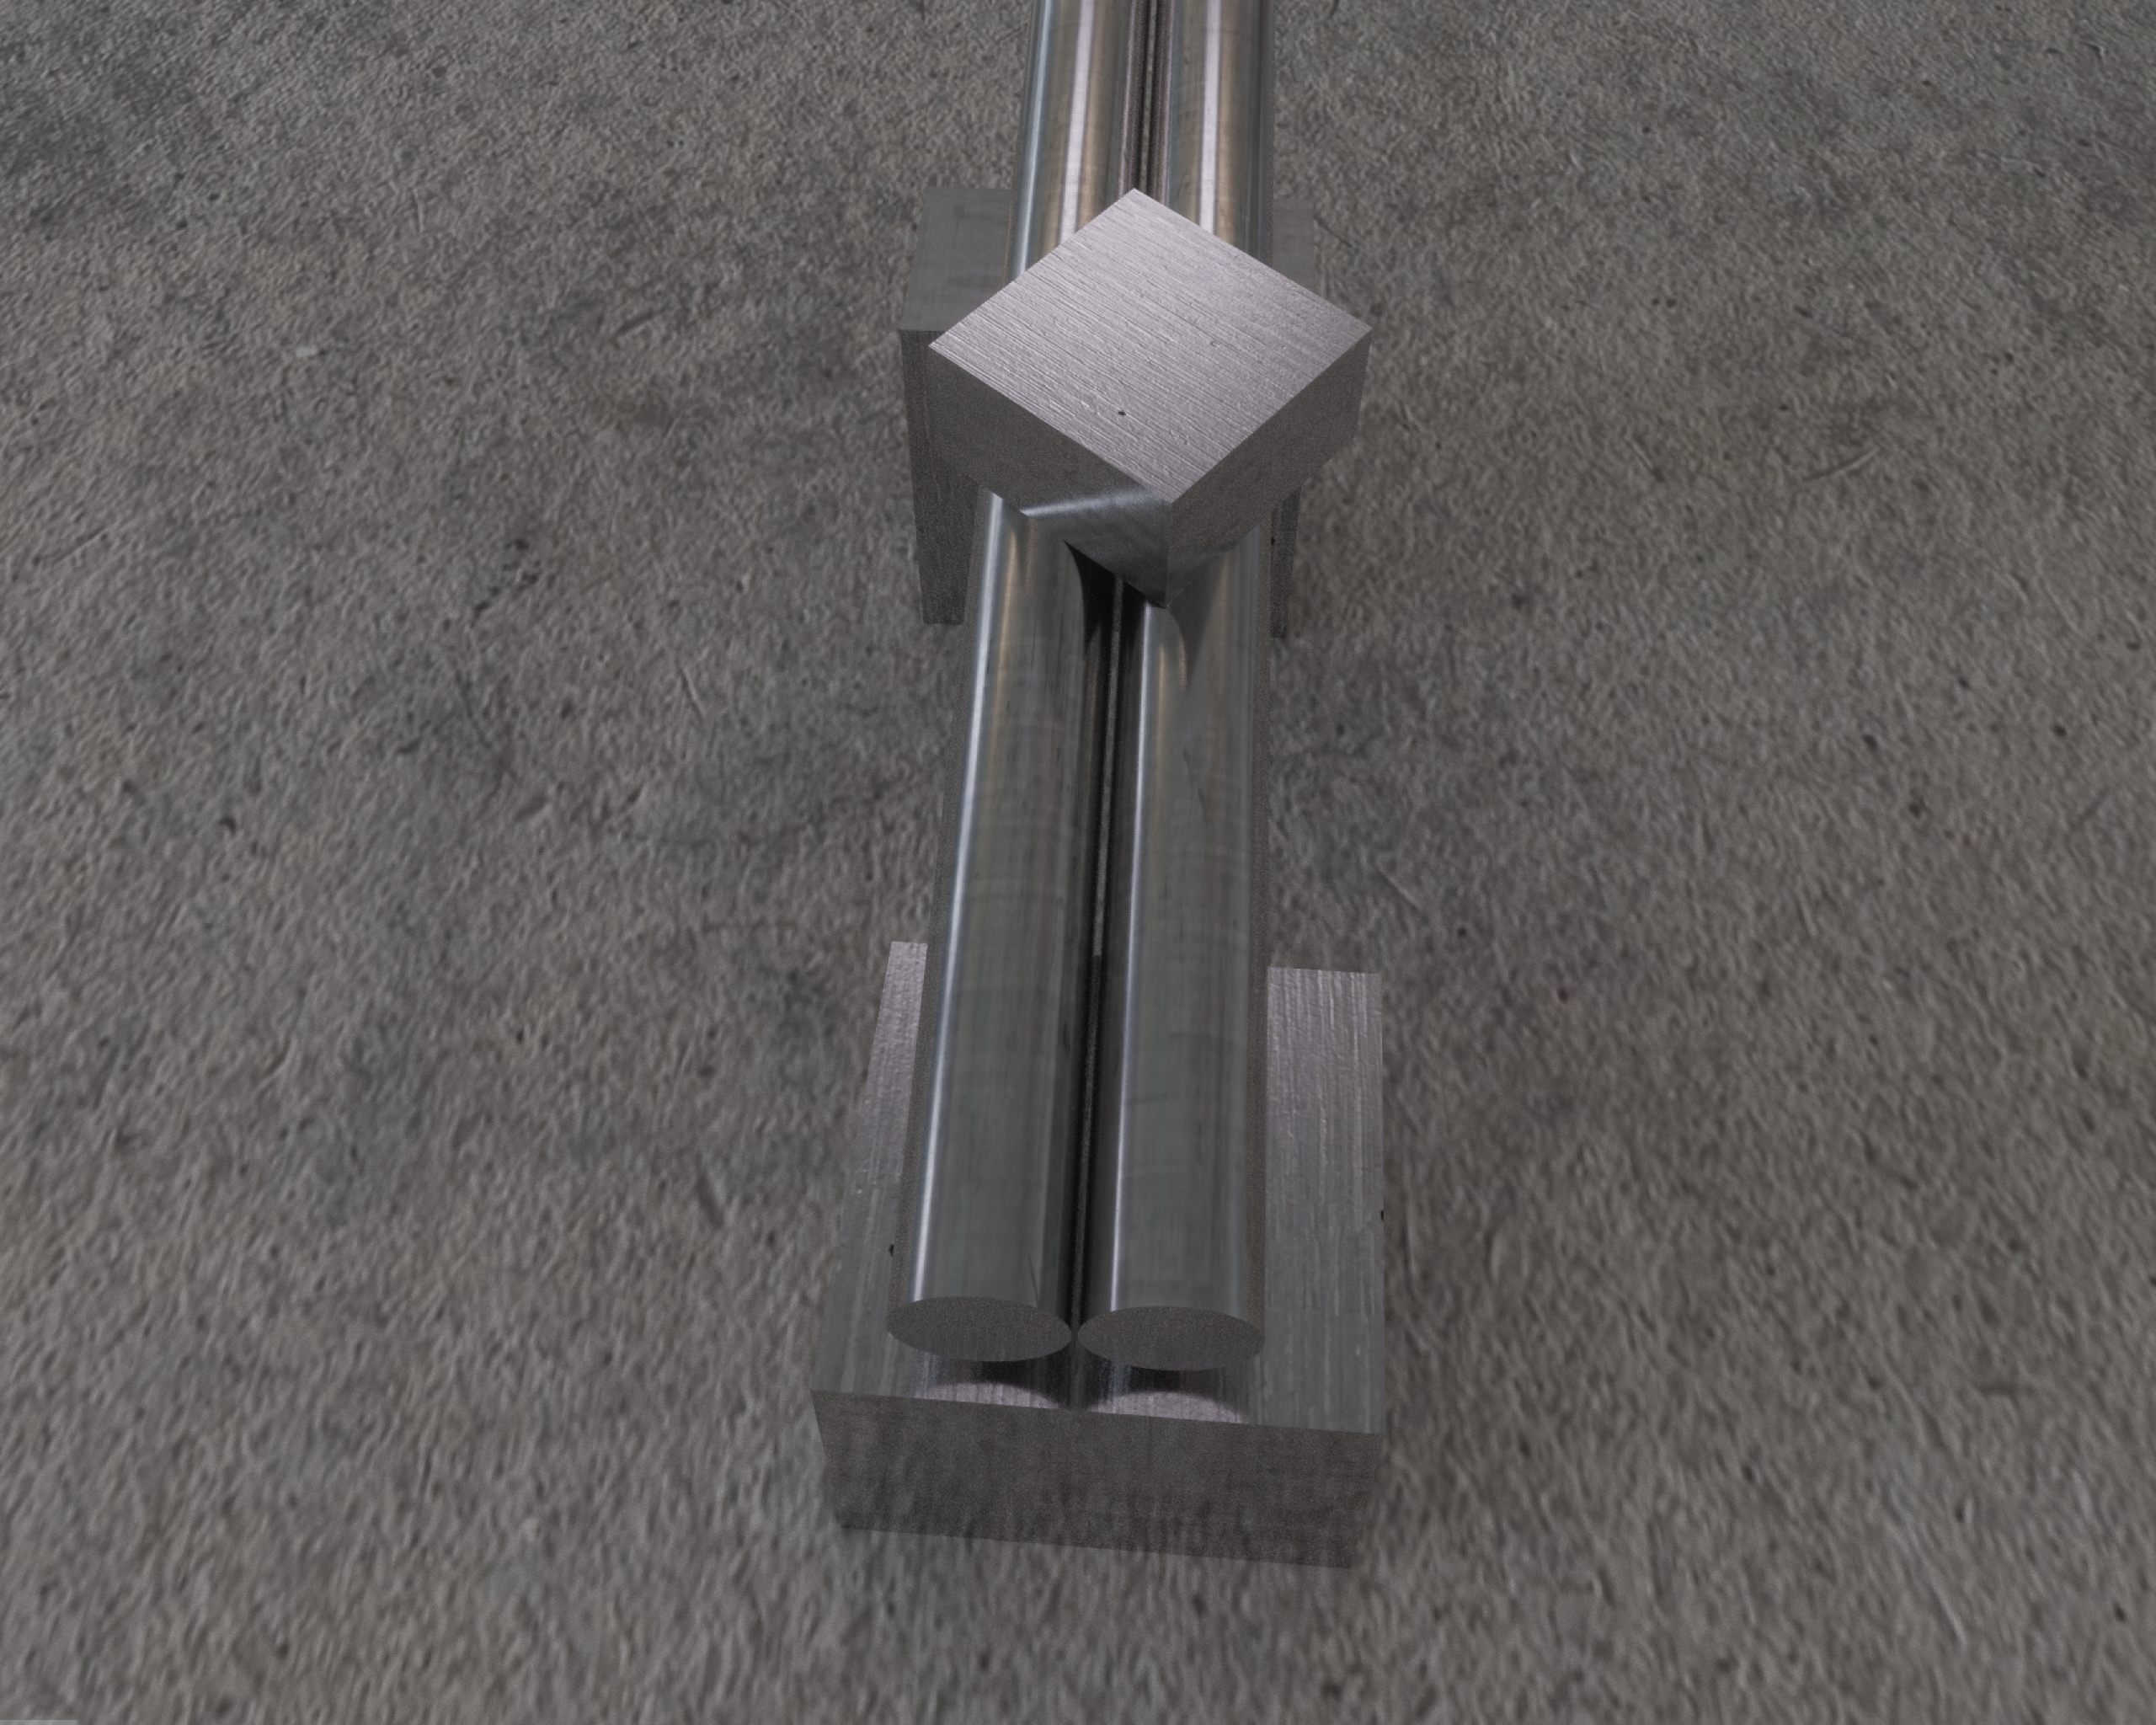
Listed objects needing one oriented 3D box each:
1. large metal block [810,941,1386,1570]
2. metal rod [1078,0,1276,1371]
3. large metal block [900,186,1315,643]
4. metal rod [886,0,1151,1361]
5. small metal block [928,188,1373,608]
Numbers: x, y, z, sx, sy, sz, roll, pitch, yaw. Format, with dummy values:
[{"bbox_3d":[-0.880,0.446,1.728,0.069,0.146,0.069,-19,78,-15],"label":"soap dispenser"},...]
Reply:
[{"bbox_3d":[0.006,0.062,0.336,0.080,0.050,0.080,4,50,3],"label":"large metal block"},{"bbox_3d":[0.021,-0.061,0.362,0.025,0.025,0.300,3,57,2],"label":"metal rod"},{"bbox_3d":[0.007,-0.095,0.449,0.080,0.080,0.050,3,50,2],"label":"large metal block"},{"bbox_3d":[-0.005,-0.062,0.362,0.025,0.025,0.300,3,57,2],"label":"metal rod"},{"bbox_3d":[0.012,-0.077,0.343,0.050,0.025,0.050,37,64,20],"label":"small metal block"}]
